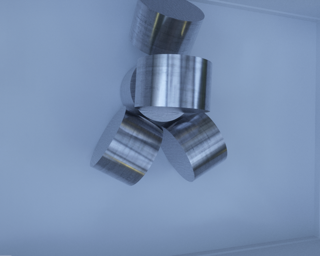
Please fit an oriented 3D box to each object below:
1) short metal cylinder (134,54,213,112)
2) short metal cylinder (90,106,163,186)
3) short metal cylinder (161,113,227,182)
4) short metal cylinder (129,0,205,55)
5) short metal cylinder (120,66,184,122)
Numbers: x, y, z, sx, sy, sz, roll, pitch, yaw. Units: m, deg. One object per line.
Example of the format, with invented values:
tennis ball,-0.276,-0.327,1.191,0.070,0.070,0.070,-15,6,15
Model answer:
short metal cylinder,0.014,-0.044,0.331,0.081,0.080,0.050,3,89,-20
short metal cylinder,-0.040,0.021,0.365,0.050,0.080,0.080,31,80,-17
short metal cylinder,0.039,0.021,0.394,0.050,0.080,0.080,-30,100,-17
short metal cylinder,0.007,-0.124,0.375,0.081,0.080,0.050,4,131,-20
short metal cylinder,-0.005,-0.047,0.392,0.081,0.050,0.080,0,90,-20
